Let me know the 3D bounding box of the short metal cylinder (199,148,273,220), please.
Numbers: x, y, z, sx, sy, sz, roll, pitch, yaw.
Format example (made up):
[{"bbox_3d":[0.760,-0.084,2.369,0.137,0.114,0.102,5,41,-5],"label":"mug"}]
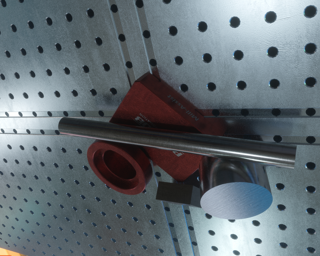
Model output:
[{"bbox_3d":[0.088,0.067,0.370,0.080,0.050,0.079,2,135,2],"label":"short metal cylinder"}]

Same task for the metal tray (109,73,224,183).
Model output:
[{"bbox_3d":[0.006,0.002,0.406,0.130,0.030,0.089,40,129,0],"label":"metal tray"}]

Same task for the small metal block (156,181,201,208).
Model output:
[{"bbox_3d":[0.029,0.094,0.435,0.050,0.025,0.050,2,163,26],"label":"small metal block"}]

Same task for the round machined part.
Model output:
[{"bbox_3d":[-0.053,0.047,0.449,0.098,0.042,0.097,18,133,21],"label":"round machined part"}]

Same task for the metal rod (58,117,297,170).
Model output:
[{"bbox_3d":[0.002,0.013,0.377,0.301,0.025,0.025,7,122,24],"label":"metal rod"}]
